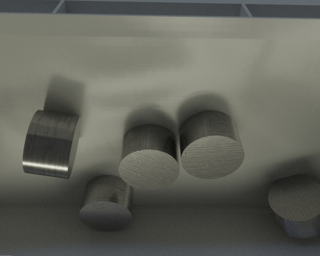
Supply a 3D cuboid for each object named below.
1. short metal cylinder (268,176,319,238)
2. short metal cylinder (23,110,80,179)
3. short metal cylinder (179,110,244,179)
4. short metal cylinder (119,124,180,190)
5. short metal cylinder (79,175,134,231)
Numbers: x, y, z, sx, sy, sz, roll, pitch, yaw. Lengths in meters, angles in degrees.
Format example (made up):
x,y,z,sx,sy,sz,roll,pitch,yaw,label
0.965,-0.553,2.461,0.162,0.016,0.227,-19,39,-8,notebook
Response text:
x,y,z,sx,sy,sz,roll,pitch,yaw,label
0.214,0.121,0.480,0.080,0.080,0.050,-17,128,14,short metal cylinder
-0.133,0.021,0.389,0.050,0.080,0.079,10,129,-9,short metal cylinder
0.067,0.023,0.414,0.081,0.050,0.079,0,130,0,short metal cylinder
-0.014,0.041,0.427,0.081,0.050,0.079,0,130,0,short metal cylinder
-0.083,0.120,0.494,0.081,0.050,0.079,-1,130,0,short metal cylinder
